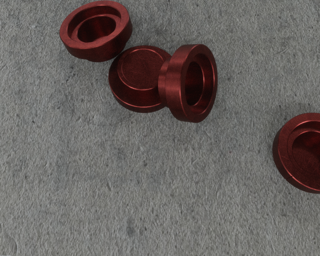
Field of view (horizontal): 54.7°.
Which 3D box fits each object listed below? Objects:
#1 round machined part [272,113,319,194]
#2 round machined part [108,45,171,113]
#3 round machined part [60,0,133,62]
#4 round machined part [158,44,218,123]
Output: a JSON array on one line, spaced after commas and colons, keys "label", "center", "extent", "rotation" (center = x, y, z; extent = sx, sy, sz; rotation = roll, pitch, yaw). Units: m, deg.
[{"label": "round machined part", "center": [0.190, 0.033, 0.388], "extent": [0.099, 0.042, 0.098], "rotation": [0, 70, 0]}, {"label": "round machined part", "center": [-0.022, -0.073, 0.426], "extent": [0.099, 0.042, 0.098], "rotation": [0, 70, 0]}, {"label": "round machined part", "center": [-0.086, -0.132, 0.438], "extent": [0.098, 0.042, 0.098], "rotation": [-5, 57, 9]}, {"label": "round machined part", "center": [0.034, -0.057, 0.398], "extent": [0.042, 0.098, 0.098], "rotation": [8, 67, 34]}]
